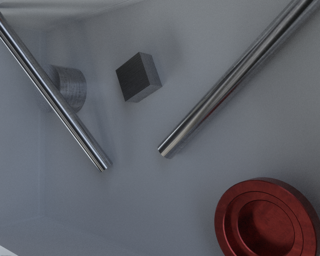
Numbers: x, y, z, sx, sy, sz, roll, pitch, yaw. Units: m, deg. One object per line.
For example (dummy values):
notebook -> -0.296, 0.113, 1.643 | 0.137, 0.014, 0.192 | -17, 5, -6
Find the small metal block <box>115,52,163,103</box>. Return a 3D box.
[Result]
small metal block -> -0.030, -0.069, 0.429 | 0.050, 0.025, 0.050 | -29, 72, 36

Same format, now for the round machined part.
round machined part -> 0.107, 0.097, 0.306 | 0.098, 0.042, 0.097 | 0, 90, 39

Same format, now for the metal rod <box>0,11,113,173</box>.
metal rod -> -0.171, -0.059, 0.473 | 0.025, 0.025, 0.299 | -36, 91, 34

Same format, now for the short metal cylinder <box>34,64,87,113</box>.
short metal cylinder -> -0.170, -0.065, 0.528 | 0.080, 0.050, 0.079 | 0, 90, 39

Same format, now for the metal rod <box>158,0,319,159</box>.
metal rod -> 0.094, -0.068, 0.327 | 0.299, 0.025, 0.025 | -48, 62, 28
